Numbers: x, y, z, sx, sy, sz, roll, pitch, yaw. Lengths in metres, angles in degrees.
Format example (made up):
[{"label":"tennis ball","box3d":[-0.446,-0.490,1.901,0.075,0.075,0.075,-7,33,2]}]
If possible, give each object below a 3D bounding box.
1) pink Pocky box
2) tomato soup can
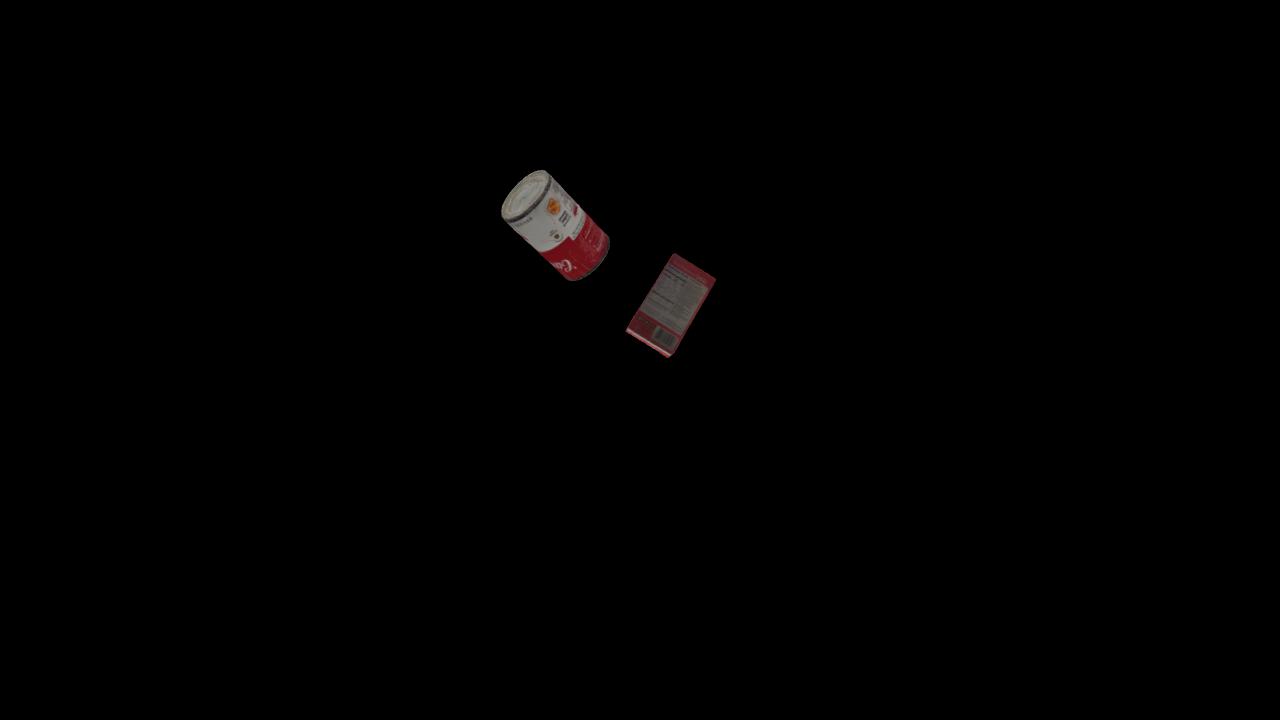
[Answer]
[{"label":"pink Pocky box","box3d":[0.051,-0.088,0.989,0.084,0.155,0.029,32,-17,-3]},{"label":"tomato soup can","box3d":[-0.088,-0.140,0.647,0.068,0.068,0.101,0,-32,41]}]
